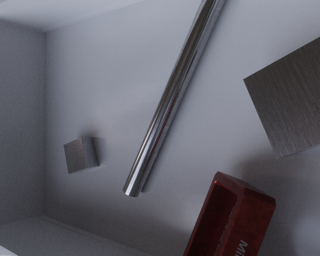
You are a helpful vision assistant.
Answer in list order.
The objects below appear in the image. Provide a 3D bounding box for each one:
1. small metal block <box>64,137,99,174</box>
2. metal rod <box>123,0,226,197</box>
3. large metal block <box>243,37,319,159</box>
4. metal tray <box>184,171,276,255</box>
[{"bbox_3d":[-0.130,0.046,0.512,0.050,0.025,0.050,-21,77,37],"label":"small metal block"},{"bbox_3d":[0.016,-0.040,0.392,0.025,0.025,0.298,36,112,34],"label":"metal rod"},{"bbox_3d":[0.135,-0.025,0.278,0.080,0.050,0.080,-29,72,36],"label":"large metal block"},{"bbox_3d":[0.057,0.114,0.300,0.030,0.090,0.129,22,89,-6],"label":"metal tray"}]
